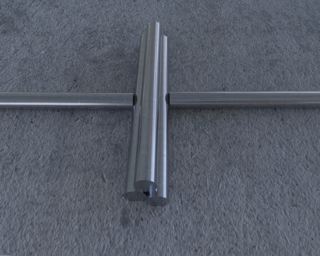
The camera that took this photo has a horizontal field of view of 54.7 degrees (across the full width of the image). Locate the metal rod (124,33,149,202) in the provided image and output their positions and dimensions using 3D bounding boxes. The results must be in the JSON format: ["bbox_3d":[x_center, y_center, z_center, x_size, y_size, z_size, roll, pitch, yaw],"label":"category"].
[{"bbox_3d":[-0.024,-0.039,0.438,0.025,0.025,0.300,1,50,0],"label":"metal rod"}]

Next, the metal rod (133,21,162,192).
[{"bbox_3d":[-0.013,-0.053,0.423,0.025,0.025,0.300,1,50,0],"label":"metal rod"}]

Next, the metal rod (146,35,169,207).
[{"bbox_3d":[0.000,-0.034,0.434,0.025,0.025,0.300,1,50,0],"label":"metal rod"}]

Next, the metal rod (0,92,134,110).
[{"bbox_3d":[-0.188,-0.038,0.434,0.302,0.025,0.025,0,50,0],"label":"metal rod"}]

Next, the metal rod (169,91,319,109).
[{"bbox_3d":[0.164,-0.040,0.440,0.302,0.025,0.025,0,50,-1],"label":"metal rod"}]
